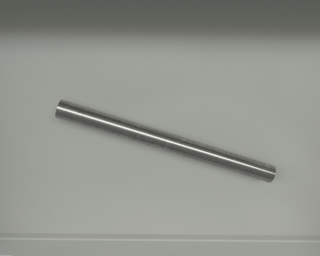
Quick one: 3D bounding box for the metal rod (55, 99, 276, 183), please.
[{"bbox_3d":[0.013,0.020,0.417,0.302,0.025,0.025,17,109,-7],"label":"metal rod"}]
